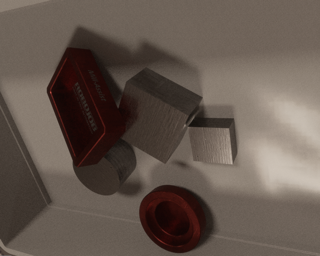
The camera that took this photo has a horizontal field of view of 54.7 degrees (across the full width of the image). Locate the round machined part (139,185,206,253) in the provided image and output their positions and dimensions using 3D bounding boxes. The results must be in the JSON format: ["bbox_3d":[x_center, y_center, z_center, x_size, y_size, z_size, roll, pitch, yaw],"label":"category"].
[{"bbox_3d":[0.022,0.128,0.455,0.098,0.042,0.097,9,109,27],"label":"round machined part"}]

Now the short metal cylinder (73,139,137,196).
[{"bbox_3d":[-0.083,0.055,0.468,0.080,0.050,0.079,13,124,20],"label":"short metal cylinder"}]

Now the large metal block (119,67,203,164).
[{"bbox_3d":[-0.005,-0.016,0.384,0.080,0.050,0.079,30,128,9],"label":"large metal block"}]

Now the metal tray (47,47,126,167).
[{"bbox_3d":[-0.100,-0.027,0.399,0.090,0.030,0.130,-46,62,39],"label":"metal tray"}]

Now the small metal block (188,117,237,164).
[{"bbox_3d":[0.066,0.015,0.383,0.050,0.025,0.050,2,120,27],"label":"small metal block"}]
